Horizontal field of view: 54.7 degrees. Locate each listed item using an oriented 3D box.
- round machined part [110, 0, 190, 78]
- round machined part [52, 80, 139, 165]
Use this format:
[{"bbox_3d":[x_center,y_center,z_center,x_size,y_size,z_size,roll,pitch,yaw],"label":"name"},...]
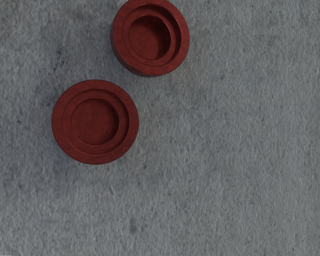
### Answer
[{"bbox_3d":[-0.015,-0.113,0.395,0.099,0.042,0.097,0,90,-21],"label":"round machined part"},{"bbox_3d":[-0.078,-0.007,0.372,0.099,0.042,0.097,0,90,-21],"label":"round machined part"}]
